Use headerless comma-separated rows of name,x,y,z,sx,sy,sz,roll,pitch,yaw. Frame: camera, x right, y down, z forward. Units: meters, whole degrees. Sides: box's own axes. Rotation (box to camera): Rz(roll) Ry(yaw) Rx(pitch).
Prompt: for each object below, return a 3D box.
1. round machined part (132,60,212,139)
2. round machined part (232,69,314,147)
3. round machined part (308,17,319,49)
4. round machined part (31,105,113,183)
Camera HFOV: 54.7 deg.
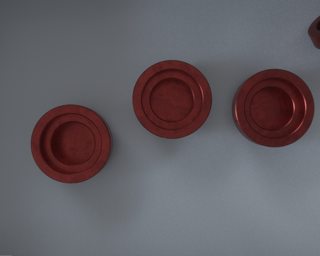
round machined part,0.015,-0.035,0.403,0.099,0.042,0.097,0,90,0
round machined part,0.142,-0.025,0.404,0.099,0.042,0.097,0,90,0
round machined part,0.240,-0.125,0.379,0.098,0.098,0.042,-38,109,0
round machined part,-0.110,0.020,0.402,0.099,0.042,0.097,0,90,0
